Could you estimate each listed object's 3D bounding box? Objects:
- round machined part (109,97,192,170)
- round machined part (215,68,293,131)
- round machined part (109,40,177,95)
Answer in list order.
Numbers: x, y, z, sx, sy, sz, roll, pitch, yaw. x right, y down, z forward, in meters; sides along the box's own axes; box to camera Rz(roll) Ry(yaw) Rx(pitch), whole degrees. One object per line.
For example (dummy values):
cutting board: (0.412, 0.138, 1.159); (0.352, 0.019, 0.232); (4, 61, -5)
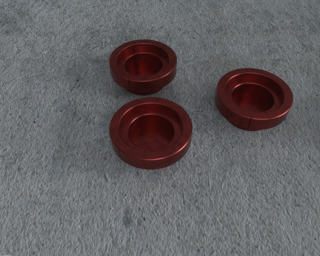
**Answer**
round machined part: (-0.011, 0.011, 0.383); (0.099, 0.042, 0.098); (0, 50, 0)
round machined part: (0.124, -0.034, 0.422); (0.099, 0.042, 0.098); (0, 50, 0)
round machined part: (-0.024, -0.087, 0.465); (0.099, 0.042, 0.098); (0, 50, 0)
